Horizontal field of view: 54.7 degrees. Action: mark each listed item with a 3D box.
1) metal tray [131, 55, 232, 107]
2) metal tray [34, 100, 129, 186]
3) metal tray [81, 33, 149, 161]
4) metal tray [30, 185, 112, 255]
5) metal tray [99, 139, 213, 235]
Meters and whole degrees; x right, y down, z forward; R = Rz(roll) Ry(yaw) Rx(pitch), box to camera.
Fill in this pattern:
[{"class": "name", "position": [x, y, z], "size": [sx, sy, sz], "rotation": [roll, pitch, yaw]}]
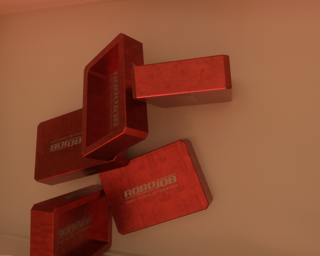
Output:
[{"class": "metal tray", "position": [0.031, -0.045, 0.338], "size": [0.090, 0.130, 0.030], "rotation": [-5, 89, 13]}, {"class": "metal tray", "position": [-0.111, 0.021, 0.429], "size": [0.130, 0.030, 0.090], "rotation": [-16, 63, 18]}, {"class": "metal tray", "position": [-0.057, -0.036, 0.370], "size": [0.090, 0.030, 0.130], "rotation": [-28, 56, 41]}, {"class": "metal tray", "position": [-0.105, 0.128, 0.390], "size": [0.030, 0.130, 0.089], "rotation": [1, 91, 20]}, {"class": "metal tray", "position": [-0.007, 0.078, 0.410], "size": [0.130, 0.030, 0.090], "rotation": [-23, 83, 18]}]
